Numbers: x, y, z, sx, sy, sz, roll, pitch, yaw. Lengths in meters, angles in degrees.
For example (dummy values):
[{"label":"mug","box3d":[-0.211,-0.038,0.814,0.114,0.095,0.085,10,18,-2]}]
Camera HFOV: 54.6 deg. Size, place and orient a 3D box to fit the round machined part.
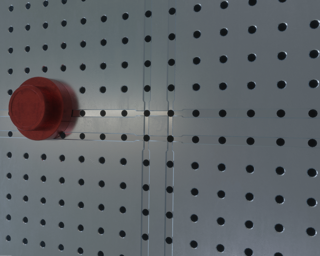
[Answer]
[{"label":"round machined part","box3d":[-0.188,-0.029,0.471,0.098,0.042,0.097,0,90,20]}]
